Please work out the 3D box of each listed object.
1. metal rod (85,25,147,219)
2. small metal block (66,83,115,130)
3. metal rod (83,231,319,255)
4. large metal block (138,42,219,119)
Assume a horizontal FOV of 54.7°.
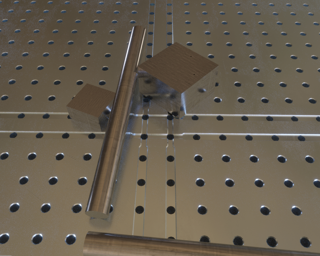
[{"bbox_3d":[-0.050,-0.031,0.413,0.025,0.025,0.300,5,56,4],"label":"metal rod"},{"bbox_3d":[-0.093,-0.031,0.433,0.050,0.025,0.050,19,53,16],"label":"small metal block"},{"bbox_3d":[0.078,0.127,0.300,0.302,0.025,0.025,4,50,3],"label":"metal rod"},{"bbox_3d":[0.026,-0.071,0.451,0.080,0.050,0.080,36,58,26],"label":"large metal block"}]
